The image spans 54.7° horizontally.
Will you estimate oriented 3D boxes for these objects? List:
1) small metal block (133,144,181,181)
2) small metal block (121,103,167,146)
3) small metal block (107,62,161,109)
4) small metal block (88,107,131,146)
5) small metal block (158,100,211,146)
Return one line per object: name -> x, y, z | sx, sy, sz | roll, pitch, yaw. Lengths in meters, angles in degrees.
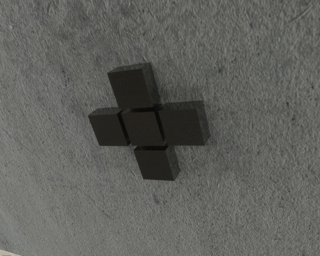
small metal block -> -0.003, 0.046, 0.437 | 0.050, 0.025, 0.050 | -2, 118, 29
small metal block -> -0.018, -0.004, 0.414 | 0.050, 0.025, 0.050 | -2, 118, 28
small metal block -> -0.032, -0.053, 0.391 | 0.050, 0.025, 0.050 | -2, 118, 28
small metal block -> -0.068, -0.002, 0.441 | 0.050, 0.025, 0.050 | -2, 118, 28
small metal block -> 0.031, -0.006, 0.387 | 0.050, 0.025, 0.050 | -2, 118, 28
